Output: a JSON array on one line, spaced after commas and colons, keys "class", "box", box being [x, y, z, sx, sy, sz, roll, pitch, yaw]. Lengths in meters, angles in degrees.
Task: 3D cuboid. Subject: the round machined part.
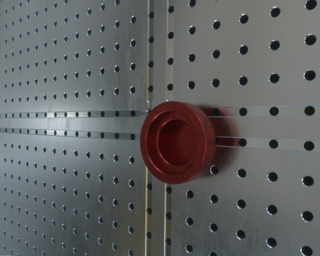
[{"class": "round machined part", "box": [0.025, 0.017, 0.378, 0.098, 0.042, 0.097, 0, 90, 40]}]
